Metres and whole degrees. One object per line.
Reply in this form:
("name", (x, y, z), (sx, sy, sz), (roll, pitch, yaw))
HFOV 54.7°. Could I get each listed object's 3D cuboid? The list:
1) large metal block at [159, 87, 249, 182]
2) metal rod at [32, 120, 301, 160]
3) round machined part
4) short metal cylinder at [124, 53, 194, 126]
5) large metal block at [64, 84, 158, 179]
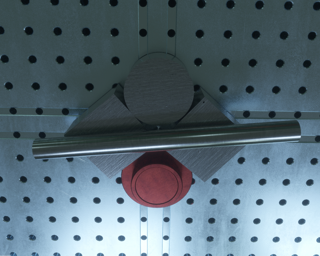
("large metal block", (0.054, 0.008, 0.397), (0.080, 0.050, 0.080), (40, 106, -14))
("metal rod", (0.006, 0.014, 0.359), (0.302, 0.025, 0.025), (-4, 110, 2))
("round machined part", (-0.004, 0.070, 0.426), (0.099, 0.042, 0.097), (0, 110, 0))
("short metal cylinder", (-0.001, -0.049, 0.378), (0.081, 0.050, 0.079), (0, 110, 0))
("large metal block", (-0.059, 0.004, 0.397), (0.080, 0.050, 0.080), (-38, 108, 12))
